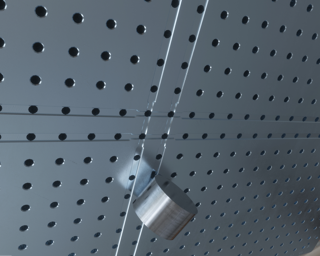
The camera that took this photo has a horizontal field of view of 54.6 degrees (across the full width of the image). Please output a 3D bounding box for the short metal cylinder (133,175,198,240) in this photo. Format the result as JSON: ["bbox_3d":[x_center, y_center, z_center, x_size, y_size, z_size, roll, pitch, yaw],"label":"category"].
[{"bbox_3d":[0.008,0.114,0.449,0.080,0.080,0.050,34,99,-38],"label":"short metal cylinder"}]
